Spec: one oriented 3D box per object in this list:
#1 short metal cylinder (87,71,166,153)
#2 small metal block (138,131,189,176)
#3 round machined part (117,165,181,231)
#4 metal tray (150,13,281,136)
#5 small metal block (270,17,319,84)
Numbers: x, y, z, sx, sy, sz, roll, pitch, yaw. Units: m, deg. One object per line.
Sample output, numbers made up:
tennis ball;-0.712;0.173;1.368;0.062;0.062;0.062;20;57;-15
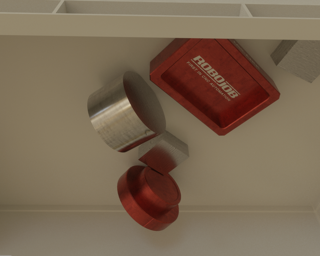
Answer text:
short metal cylinder;-0.036;-0.018;0.357;0.050;0.080;0.080;-28;125;21
small metal block;0.005;0.034;0.438;0.050;0.025;0.050;35;120;-26
round machined part;-0.009;0.091;0.440;0.098;0.098;0.042;33;115;-26
metal tray;0.064;-0.055;0.359;0.130;0.030;0.090;36;121;-27
small metal block;0.161;-0.084;0.340;0.050;0.025;0.050;21;127;-17
